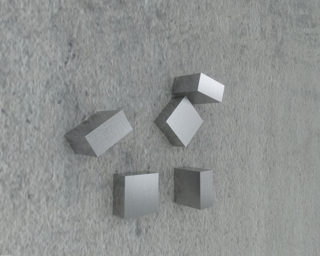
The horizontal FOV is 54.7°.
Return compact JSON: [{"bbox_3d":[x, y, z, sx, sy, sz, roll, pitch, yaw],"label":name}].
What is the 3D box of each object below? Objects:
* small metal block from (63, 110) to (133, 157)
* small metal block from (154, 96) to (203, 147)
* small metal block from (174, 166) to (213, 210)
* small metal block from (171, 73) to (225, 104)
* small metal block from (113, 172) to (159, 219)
[{"bbox_3d":[-0.067,0.005,0.334,0.050,0.050,0.025,-41,115,-33],"label":"small metal block"},{"bbox_3d":[0.027,-0.009,0.429,0.050,0.025,0.050,52,59,-28],"label":"small metal block"},{"bbox_3d":[0.046,0.082,0.430,0.025,0.050,0.050,-1,91,-40],"label":"small metal block"},{"bbox_3d":[0.053,-0.054,0.435,0.050,0.050,0.025,19,78,-39],"label":"small metal block"},{"bbox_3d":[-0.030,0.081,0.382,0.050,0.025,0.050,2,89,-40],"label":"small metal block"}]
